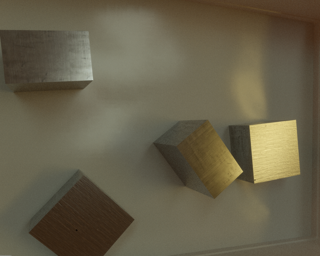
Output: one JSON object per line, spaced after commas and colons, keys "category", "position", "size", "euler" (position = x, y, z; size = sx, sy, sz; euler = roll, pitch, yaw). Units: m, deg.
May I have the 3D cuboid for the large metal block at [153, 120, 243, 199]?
{"category": "large metal block", "position": [0.046, 0.037, 0.400], "size": [0.050, 0.080, 0.080], "euler": [-39, 103, -16]}

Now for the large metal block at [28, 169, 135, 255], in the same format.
{"category": "large metal block", "position": [-0.092, 0.108, 0.364], "size": [0.080, 0.050, 0.080], "euler": [46, 76, -15]}

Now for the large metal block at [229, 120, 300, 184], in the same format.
{"category": "large metal block", "position": [0.153, 0.032, 0.456], "size": [0.081, 0.050, 0.079], "euler": [-6, 92, -20]}

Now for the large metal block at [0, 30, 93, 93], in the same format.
{"category": "large metal block", "position": [-0.122, -0.070, 0.337], "size": [0.081, 0.080, 0.050], "euler": [-6, 92, -20]}
